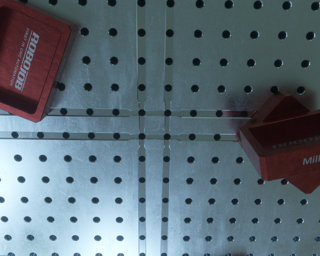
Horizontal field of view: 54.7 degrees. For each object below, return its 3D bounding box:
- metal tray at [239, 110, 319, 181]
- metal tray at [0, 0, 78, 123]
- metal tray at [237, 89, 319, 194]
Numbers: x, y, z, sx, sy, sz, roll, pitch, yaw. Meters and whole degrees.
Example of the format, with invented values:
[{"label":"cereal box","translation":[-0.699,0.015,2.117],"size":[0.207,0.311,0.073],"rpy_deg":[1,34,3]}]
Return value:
[{"label":"metal tray","translation":[0.167,0.013,0.353],"size":[0.131,0.090,0.030],"rpy_deg":[-12,110,4]},{"label":"metal tray","translation":[-0.167,-0.082,0.378],"size":[0.090,0.030,0.129],"rpy_deg":[23,108,-9]},{"label":"metal tray","translation":[0.183,0.021,0.421],"size":[0.130,0.030,0.090],"rpy_deg":[35,106,-13]}]
